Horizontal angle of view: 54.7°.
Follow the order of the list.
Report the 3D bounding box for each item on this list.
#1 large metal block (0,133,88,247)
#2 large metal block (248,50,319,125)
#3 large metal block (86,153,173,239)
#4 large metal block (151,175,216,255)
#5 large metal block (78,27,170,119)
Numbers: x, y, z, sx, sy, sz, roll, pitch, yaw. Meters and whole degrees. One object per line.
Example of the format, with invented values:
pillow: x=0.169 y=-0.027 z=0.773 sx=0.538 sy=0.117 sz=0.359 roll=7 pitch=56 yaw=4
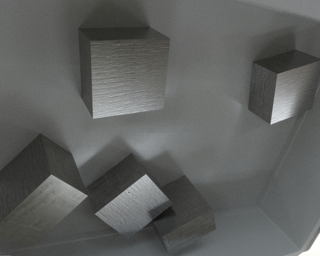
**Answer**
large metal block: x=-0.135 y=0.066 z=0.340 sx=0.080 sy=0.080 sz=0.050 roll=-43 pitch=130 yaw=1
large metal block: x=0.182 y=-0.062 z=0.457 sx=0.081 sy=0.050 sz=0.079 roll=-19 pitch=126 yaw=-18
large metal block: x=-0.042 y=0.095 z=0.430 sx=0.080 sy=0.050 sz=0.080 roll=-38 pitch=130 yaw=-3
large metal block: x=0.027 y=0.130 z=0.470 sx=0.080 sy=0.080 sz=0.050 roll=-25 pitch=128 yaw=-13
large metal block: x=-0.040 y=-0.062 z=0.334 sx=0.081 sy=0.050 sz=0.079 roll=-9 pitch=123 yaw=-24
